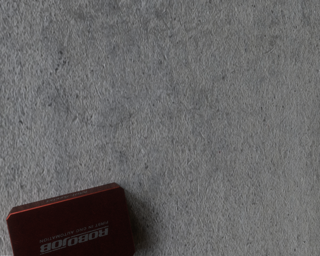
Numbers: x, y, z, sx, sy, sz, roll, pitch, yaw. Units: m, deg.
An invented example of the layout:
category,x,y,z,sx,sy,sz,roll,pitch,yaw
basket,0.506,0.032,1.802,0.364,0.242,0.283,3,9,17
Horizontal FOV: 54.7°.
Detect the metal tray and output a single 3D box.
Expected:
category,x,y,z,sx,sy,sz,roll,pitch,yaw
metal tray,-0.102,0.125,0.369,0.131,0.030,0.089,-11,94,-20
